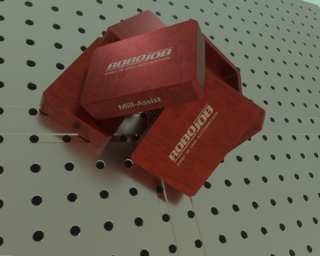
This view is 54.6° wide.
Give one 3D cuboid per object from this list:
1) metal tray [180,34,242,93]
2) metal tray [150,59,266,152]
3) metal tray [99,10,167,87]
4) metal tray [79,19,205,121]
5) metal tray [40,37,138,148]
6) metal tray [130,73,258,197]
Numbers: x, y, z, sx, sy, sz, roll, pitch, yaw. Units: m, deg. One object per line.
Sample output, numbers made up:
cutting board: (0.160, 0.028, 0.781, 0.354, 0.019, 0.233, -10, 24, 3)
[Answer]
metal tray: (0.076, -0.080, 0.463, 0.130, 0.030, 0.090, 32, 48, -36)
metal tray: (0.059, -0.024, 0.411, 0.130, 0.090, 0.030, 33, 51, -7)
metal tray: (-0.016, -0.116, 0.443, 0.090, 0.030, 0.131, 42, 37, -4)
metal tray: (-0.018, -0.062, 0.339, 0.030, 0.130, 0.090, 54, 33, -49)
metal tray: (-0.075, -0.049, 0.394, 0.090, 0.030, 0.130, 34, 51, -7)
metal tray: (0.037, 0.005, 0.363, 0.090, 0.130, 0.030, 34, 13, -6)
